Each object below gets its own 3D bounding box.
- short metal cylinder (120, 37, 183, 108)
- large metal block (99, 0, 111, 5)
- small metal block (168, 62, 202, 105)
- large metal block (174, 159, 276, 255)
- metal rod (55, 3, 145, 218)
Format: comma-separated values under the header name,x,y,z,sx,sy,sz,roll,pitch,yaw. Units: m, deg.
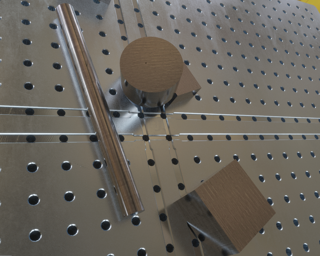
name,x,y,z,sx,sy,sz,roll,pitch,yaw
short metal cylinder,-0.012,-0.073,0.414,0.081,0.050,0.080,2,71,-5
large metal block,-0.104,-0.257,0.494,0.081,0.050,0.080,19,54,-18
small metal block,0.026,-0.068,0.465,0.050,0.025,0.050,-22,74,-36
large metal block,0.079,0.097,0.377,0.081,0.050,0.080,-27,77,-37
metal rod,-0.081,-0.036,0.387,0.025,0.025,0.299,-9,66,-32
